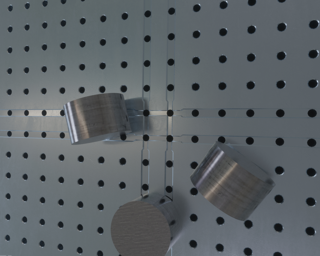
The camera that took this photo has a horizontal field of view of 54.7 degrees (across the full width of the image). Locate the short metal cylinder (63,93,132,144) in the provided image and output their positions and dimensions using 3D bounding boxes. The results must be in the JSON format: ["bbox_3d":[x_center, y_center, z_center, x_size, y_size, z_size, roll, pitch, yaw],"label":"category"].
[{"bbox_3d":[-0.082,-0.011,0.412,0.080,0.080,0.050,-15,85,19],"label":"short metal cylinder"}]

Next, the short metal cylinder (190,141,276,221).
[{"bbox_3d":[0.082,0.059,0.354,0.080,0.080,0.050,38,102,16],"label":"short metal cylinder"}]

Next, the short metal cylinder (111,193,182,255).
[{"bbox_3d":[-0.016,0.130,0.405,0.080,0.050,0.079,0,90,20],"label":"short metal cylinder"}]
